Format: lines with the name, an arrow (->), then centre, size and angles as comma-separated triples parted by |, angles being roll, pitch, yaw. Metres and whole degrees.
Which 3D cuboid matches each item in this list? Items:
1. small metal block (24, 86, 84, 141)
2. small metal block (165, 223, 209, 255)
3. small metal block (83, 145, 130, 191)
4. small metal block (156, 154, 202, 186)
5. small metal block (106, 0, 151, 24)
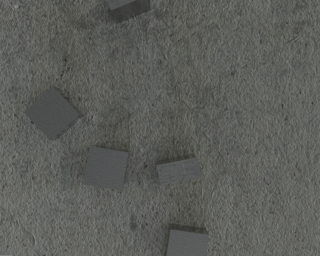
small metal block -> -0.139, -0.019, 0.409 | 0.050, 0.025, 0.050 | -43, 90, 0
small metal block -> 0.035, 0.158, 0.410 | 0.050, 0.025, 0.050 | 8, 90, 0
small metal block -> -0.069, 0.052, 0.409 | 0.050, 0.025, 0.050 | 10, 90, 0
small metal block -> 0.023, 0.052, 0.398 | 0.050, 0.050, 0.025 | -12, 90, 0
small metal block -> -0.041, -0.162, 0.397 | 0.050, 0.050, 0.025 | -23, 90, 0
